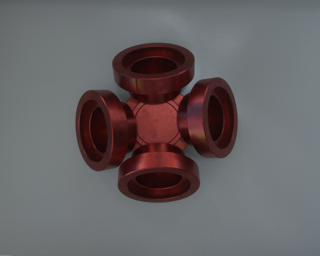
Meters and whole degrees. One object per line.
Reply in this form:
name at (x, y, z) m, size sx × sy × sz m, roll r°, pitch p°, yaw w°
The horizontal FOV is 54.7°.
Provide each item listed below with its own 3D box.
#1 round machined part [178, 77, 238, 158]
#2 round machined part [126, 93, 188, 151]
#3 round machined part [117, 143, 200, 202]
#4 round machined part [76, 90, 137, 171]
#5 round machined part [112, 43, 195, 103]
round machined part at (0.058, -0.012, 0.384) m, size 0.042 × 0.099 × 0.097 m, roll -3°, pitch 90°, yaw 36°
round machined part at (-0.003, -0.006, 0.401) m, size 0.099 × 0.042 × 0.097 m, roll 0°, pitch 90°, yaw -1°
round machined part at (-0.002, 0.054, 0.382) m, size 0.099 × 0.097 × 0.042 m, roll -1°, pitch 54°, yaw -1°
round machined part at (-0.064, 0.002, 0.382) m, size 0.042 × 0.098 × 0.097 m, roll -7°, pitch 90°, yaw -38°
round machined part at (-0.007, -0.066, 0.382) m, size 0.099 × 0.098 × 0.042 m, roll -4°, pitch 128°, yaw -1°
